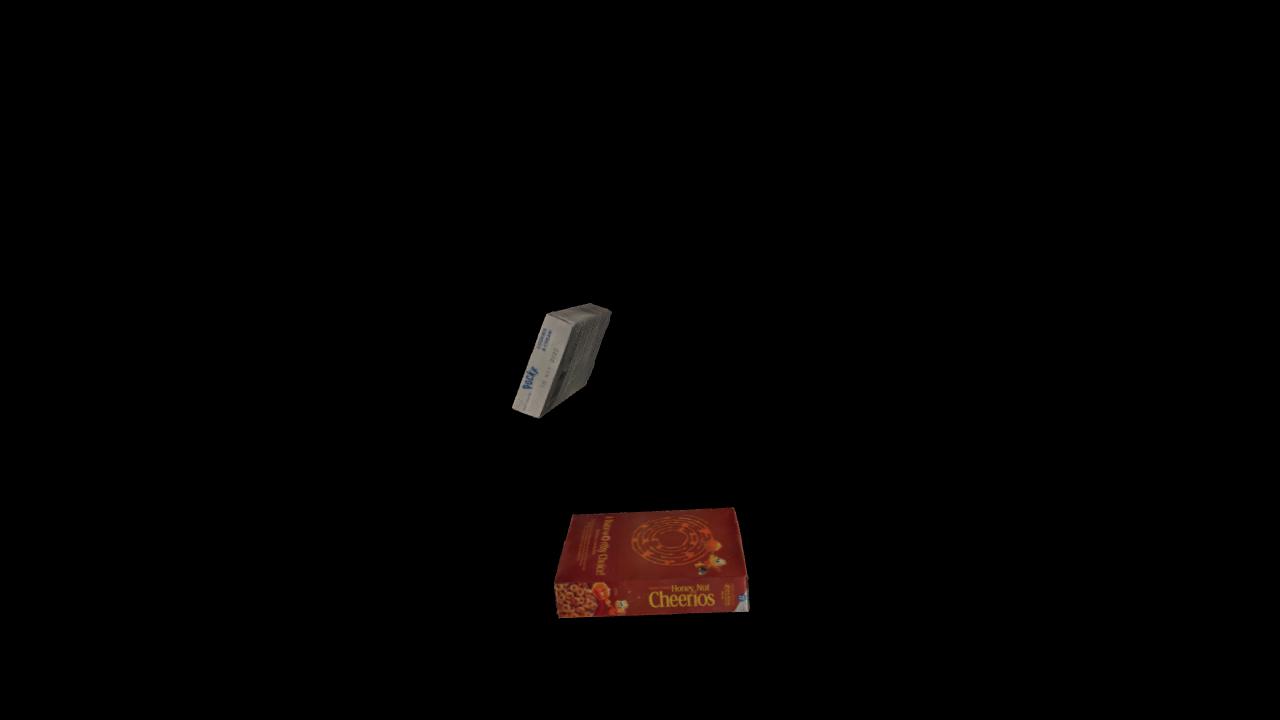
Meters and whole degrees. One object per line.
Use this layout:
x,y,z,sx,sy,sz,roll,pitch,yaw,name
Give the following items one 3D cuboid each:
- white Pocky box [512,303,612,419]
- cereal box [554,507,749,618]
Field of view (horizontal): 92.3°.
-0.062,-0.005,0.539,0.028,0.084,0.154,22,10,5,white Pocky box
0.023,0.338,1.042,0.306,0.081,0.203,-3,18,3,cereal box
